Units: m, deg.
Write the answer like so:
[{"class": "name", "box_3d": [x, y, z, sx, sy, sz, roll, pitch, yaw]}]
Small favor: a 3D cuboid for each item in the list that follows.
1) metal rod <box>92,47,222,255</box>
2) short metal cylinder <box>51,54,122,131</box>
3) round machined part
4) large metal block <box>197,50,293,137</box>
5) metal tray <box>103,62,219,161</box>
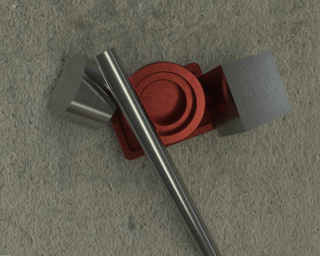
[{"class": "metal rod", "box_3d": [0.006, 0.048, 0.367, 0.025, 0.025, 0.299, -27, 107, 0]}, {"class": "short metal cylinder", "box_3d": [-0.090, -0.042, 0.376, 0.050, 0.080, 0.080, 24, 90, -36]}, {"class": "round machined part", "box_3d": [0.003, -0.032, 0.379, 0.099, 0.042, 0.097, -1, 105, -5]}, {"class": "large metal block", "box_3d": [0.105, -0.042, 0.383, 0.081, 0.050, 0.080, -20, 90, -26]}, {"class": "metal tray", "box_3d": [0.003, -0.021, 0.409, 0.131, 0.030, 0.090, -21, 90, -1]}]
